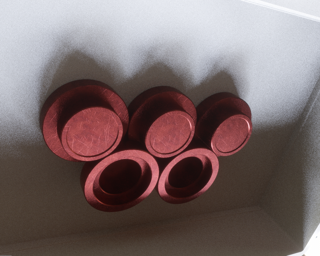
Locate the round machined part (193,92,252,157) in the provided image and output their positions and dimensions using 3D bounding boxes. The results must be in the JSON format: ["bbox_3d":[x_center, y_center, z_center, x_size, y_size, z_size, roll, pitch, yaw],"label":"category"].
[{"bbox_3d":[0.092,0.001,0.445,0.099,0.042,0.097,-13,123,-21],"label":"round machined part"}]

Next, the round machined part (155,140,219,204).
[{"bbox_3d":[0.032,0.059,0.449,0.099,0.042,0.097,-14,124,-21],"label":"round machined part"}]

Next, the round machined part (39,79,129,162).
[{"bbox_3d":[-0.081,-0.002,0.349,0.099,0.042,0.097,-14,124,-22],"label":"round machined part"}]

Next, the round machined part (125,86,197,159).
[{"bbox_3d":[0.005,-0.001,0.397,0.099,0.042,0.097,-13,123,-21],"label":"round machined part"}]

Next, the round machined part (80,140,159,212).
[{"bbox_3d":[-0.054,0.057,0.401,0.099,0.042,0.097,-14,124,-21],"label":"round machined part"}]
